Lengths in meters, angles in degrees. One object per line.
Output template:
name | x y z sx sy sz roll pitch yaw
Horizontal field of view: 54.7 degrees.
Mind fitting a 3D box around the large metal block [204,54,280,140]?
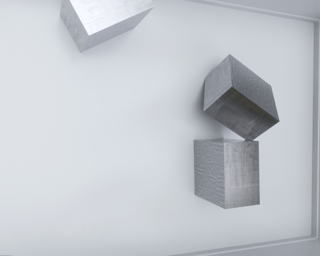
large metal block | 0.107 -0.041 0.417 0.080 0.050 0.080 32 39 -18

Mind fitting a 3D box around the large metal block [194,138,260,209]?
large metal block | 0.086 0.056 0.415 0.050 0.080 0.079 -1 91 -20

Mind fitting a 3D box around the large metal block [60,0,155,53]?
large metal block | -0.064 -0.135 0.358 0.080 0.080 0.050 -31 101 -18
